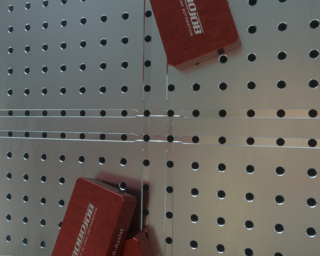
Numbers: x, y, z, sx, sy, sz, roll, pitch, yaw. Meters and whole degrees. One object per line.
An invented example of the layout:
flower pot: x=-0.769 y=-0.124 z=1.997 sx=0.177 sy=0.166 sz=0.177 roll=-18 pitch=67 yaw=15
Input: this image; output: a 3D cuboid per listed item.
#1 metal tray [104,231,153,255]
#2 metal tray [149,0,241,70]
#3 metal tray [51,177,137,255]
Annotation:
metal tray: x=-0.045 y=0.218 z=0.426 sx=0.090 sy=0.030 sz=0.129 roll=-21 pitch=83 yaw=18
metal tray: x=0.040 y=-0.151 z=0.396 sx=0.090 sy=0.030 sz=0.129 roll=-18 pitch=84 yaw=19
metal tray: x=-0.092 y=0.142 z=0.420 sx=0.090 sy=0.030 sz=0.130 roll=15 pitch=85 yaw=34
